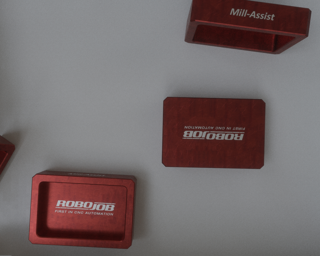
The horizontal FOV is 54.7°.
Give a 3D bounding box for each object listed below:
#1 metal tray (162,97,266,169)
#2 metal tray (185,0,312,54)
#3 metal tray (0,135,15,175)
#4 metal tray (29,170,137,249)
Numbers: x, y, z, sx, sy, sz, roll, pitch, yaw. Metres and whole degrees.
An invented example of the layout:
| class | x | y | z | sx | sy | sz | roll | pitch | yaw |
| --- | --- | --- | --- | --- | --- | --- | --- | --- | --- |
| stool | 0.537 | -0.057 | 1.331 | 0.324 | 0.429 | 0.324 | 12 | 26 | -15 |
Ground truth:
| class | x | y | z | sx | sy | sz | roll | pitch | yaw |
| --- | --- | --- | --- | --- | --- | --- | --- | --- | --- |
| metal tray | 0.069 | 0.006 | 0.409 | 0.131 | 0.030 | 0.089 | 1 | 90 | 0 |
| metal tray | 0.100 | -0.123 | 0.379 | 0.131 | 0.090 | 0.030 | 7 | 90 | 0 |
| metal tray | -0.240 | 0.047 | 0.355 | 0.030 | 0.130 | 0.090 | 30 | 90 | 15 |
| metal tray | -0.099 | 0.106 | 0.407 | 0.131 | 0.030 | 0.089 | 3 | 90 | 0 |
